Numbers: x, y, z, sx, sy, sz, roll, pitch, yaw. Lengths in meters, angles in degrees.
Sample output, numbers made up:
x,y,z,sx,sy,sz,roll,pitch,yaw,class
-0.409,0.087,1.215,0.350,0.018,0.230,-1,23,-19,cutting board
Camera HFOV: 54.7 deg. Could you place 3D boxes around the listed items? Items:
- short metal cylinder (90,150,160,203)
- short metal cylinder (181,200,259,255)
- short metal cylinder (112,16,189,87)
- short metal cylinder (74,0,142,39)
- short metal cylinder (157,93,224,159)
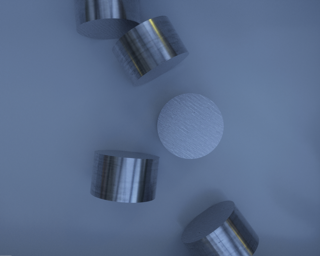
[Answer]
x,y,z,sx,sy,sz,roll,pitch,yaw,class
-0.043,0.057,0.383,0.081,0.080,0.050,6,90,-1,short metal cylinder
0.074,0.136,0.385,0.080,0.080,0.050,-36,90,0,short metal cylinder
-0.011,-0.093,0.384,0.080,0.080,0.050,-30,90,0,short metal cylinder
-0.064,-0.146,0.383,0.081,0.080,0.050,-5,90,-1,short metal cylinder
0.037,-0.002,0.399,0.081,0.050,0.079,0,90,-1,short metal cylinder
